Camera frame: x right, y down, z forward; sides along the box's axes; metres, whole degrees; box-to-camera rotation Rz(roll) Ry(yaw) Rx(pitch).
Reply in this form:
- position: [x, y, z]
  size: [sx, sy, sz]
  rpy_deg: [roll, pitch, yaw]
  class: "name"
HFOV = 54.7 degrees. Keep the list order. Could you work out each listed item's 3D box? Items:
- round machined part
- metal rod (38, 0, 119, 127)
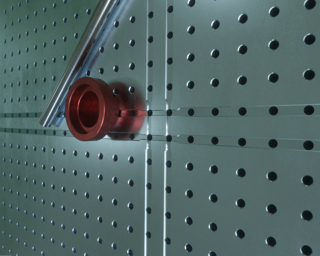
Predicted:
- position: [-0.102, -0.029, 0.483]
  size: [0.098, 0.042, 0.097]
  rpy_deg: [0, 90, 40]
  class: "round machined part"
- position: [-0.138, -0.116, 0.523]
  size: [0.025, 0.025, 0.298]
  rpy_deg: [52, 120, 27]
  class: "metal rod"
